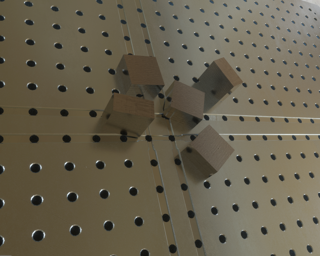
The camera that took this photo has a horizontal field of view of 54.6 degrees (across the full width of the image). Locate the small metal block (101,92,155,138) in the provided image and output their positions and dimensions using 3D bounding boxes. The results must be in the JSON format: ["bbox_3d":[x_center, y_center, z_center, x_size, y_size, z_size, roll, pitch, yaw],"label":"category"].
[{"bbox_3d":[-0.040,-0.014,0.379,0.050,0.050,0.025,11,57,-23],"label":"small metal block"}]

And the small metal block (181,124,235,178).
[{"bbox_3d":[0.066,0.031,0.424,0.050,0.025,0.050,46,51,4],"label":"small metal block"}]

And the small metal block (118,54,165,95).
[{"bbox_3d":[-0.027,-0.075,0.439,0.050,0.025,0.050,-3,63,-29],"label":"small metal block"}]

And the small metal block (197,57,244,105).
[{"bbox_3d":[0.093,-0.073,0.486,0.025,0.050,0.050,-26,76,-37],"label":"small metal block"}]

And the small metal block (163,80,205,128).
[{"bbox_3d":[0.035,-0.035,0.448,0.050,0.025,0.050,21,54,-16],"label":"small metal block"}]
